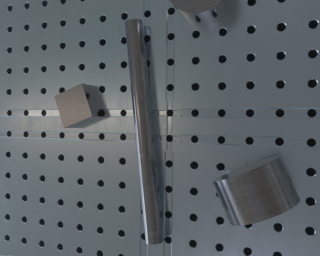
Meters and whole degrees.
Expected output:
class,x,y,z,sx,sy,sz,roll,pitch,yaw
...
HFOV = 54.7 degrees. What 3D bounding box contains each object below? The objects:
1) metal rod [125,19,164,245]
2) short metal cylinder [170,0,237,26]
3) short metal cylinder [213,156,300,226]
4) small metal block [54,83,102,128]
class,x,y,z,sx,sy,sz,roll,pitch,yaw
metal rod,-0.021,0.003,0.419,0.025,0.025,0.298,-6,88,20
short metal cylinder,0.052,-0.173,0.381,0.080,0.050,0.079,0,90,20
short metal cylinder,0.106,0.069,0.346,0.080,0.080,0.050,-24,82,18
small metal block,-0.121,-0.032,0.455,0.050,0.025,0.050,-21,83,18
